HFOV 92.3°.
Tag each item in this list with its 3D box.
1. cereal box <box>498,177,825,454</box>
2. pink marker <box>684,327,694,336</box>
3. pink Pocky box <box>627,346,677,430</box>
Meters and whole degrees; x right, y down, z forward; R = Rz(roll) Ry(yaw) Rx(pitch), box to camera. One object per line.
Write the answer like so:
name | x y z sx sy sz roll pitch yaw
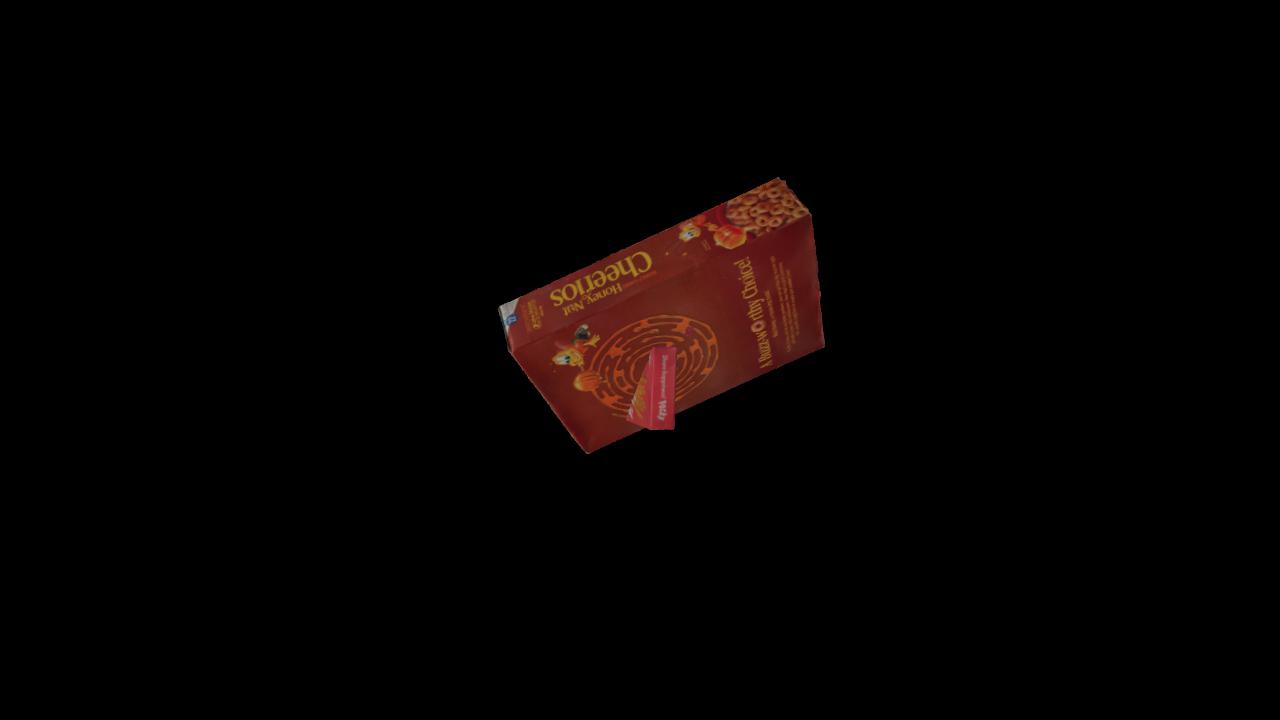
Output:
cereal box | 0.034 -0.034 0.646 0.306 0.081 0.203 -24 -41 2
pink marker | 0.028 -0.033 0.651 0.020 0.020 0.121 0 0 -20
pink Pocky box | -0.001 0.026 0.673 0.029 0.084 0.155 1 1 -19
